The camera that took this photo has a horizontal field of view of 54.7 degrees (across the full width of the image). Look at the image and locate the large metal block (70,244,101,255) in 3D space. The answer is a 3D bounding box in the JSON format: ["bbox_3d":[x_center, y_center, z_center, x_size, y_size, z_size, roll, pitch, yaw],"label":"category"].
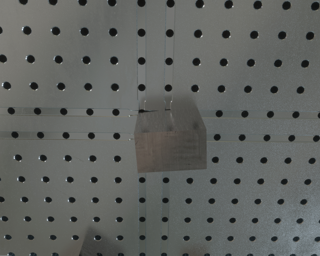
[{"bbox_3d":[-0.120,0.246,0.489,0.080,0.050,0.080,41,105,-14],"label":"large metal block"}]

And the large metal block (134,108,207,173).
[{"bbox_3d":[0.013,0.013,0.389,0.081,0.080,0.050,-3,110,1],"label":"large metal block"}]
